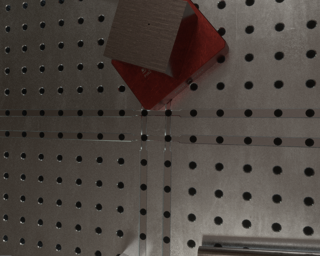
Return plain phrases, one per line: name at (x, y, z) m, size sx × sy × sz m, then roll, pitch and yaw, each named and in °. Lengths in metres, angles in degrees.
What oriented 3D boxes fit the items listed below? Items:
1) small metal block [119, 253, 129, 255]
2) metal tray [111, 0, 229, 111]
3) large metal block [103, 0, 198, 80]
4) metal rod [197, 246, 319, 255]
small metal block at (-0.057, 0.206, 0.418) m, size 0.025 × 0.050 × 0.050 m, roll 18°, pitch 96°, yaw 19°
metal tray at (0.011, -0.095, 0.405) m, size 0.130 × 0.030 × 0.090 m, roll -39°, pitch 78°, yaw 15°
large metal block at (-0.010, -0.110, 0.370) m, size 0.080 × 0.050 × 0.080 m, roll 19°, pitch 96°, yaw 18°
metal rod at (0.192, 0.153, 0.344) m, size 0.301 × 0.025 × 0.025 m, roll -4°, pitch 89°, yaw 19°
